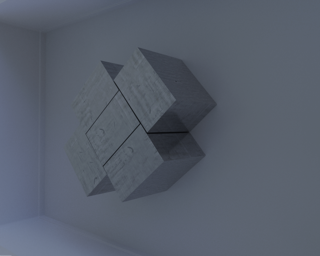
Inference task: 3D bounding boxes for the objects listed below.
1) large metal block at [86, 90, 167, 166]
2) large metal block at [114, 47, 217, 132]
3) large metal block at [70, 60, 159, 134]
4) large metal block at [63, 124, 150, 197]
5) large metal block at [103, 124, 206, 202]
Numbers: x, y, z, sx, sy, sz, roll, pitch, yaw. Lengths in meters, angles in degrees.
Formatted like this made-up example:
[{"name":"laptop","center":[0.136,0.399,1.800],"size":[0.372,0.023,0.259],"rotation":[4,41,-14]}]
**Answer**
[{"name":"large metal block","center":[-0.032,0.001,0.395],"size":[0.080,0.081,0.050],"rotation":[-47,62,29]},{"name":"large metal block","center":[0.007,-0.042,0.363],"size":[0.050,0.081,0.080],"rotation":[-48,62,29]},{"name":"large metal block","center":[-0.058,-0.037,0.415],"size":[0.080,0.081,0.050],"rotation":[-47,62,29]},{"name":"large metal block","center":[-0.072,0.041,0.427],"size":[0.050,0.081,0.080],"rotation":[-48,62,29]},{"name":"large metal block","center":[-0.006,0.040,0.374],"size":[0.080,0.081,0.050],"rotation":[-47,62,29]}]
